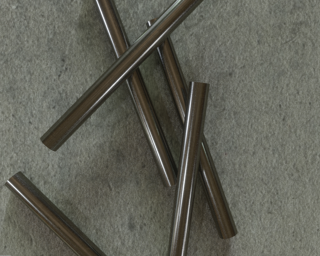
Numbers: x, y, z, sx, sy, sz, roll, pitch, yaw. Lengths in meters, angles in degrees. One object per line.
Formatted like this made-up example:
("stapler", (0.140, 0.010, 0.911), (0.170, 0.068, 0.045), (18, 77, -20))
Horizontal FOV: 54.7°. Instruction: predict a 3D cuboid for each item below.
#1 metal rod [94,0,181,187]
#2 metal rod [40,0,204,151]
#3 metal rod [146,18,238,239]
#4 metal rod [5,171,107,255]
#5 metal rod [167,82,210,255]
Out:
("metal rod", (-0.036, -0.066, 0.409), (0.025, 0.025, 0.299), (-21, 90, 0))
("metal rod", (-0.033, -0.087, 0.383), (0.025, 0.025, 0.300), (44, 90, -1))
("metal rod", (0.042, 0.000, 0.410), (0.025, 0.025, 0.298), (-19, 90, 0))
("metal rod", (-0.087, 0.171, 0.408), (0.300, 0.025, 0.025), (45, 90, -1))
("metal rod", (0.031, 0.092, 0.394), (0.025, 0.025, 0.298), (7, 96, -1))
